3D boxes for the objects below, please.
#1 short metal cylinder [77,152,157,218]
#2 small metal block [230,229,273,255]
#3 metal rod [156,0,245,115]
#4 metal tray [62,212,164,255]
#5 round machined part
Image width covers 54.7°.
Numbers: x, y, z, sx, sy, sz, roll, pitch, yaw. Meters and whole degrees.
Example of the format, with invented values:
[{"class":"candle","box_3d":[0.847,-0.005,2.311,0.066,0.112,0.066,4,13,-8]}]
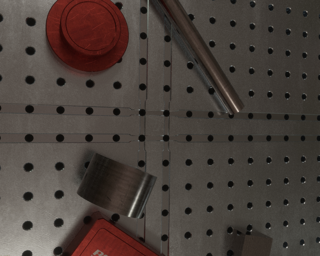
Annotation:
[{"class":"short metal cylinder","box_3d":[-0.050,0.066,0.366,0.080,0.080,0.050,25,82,-19]},{"class":"small metal block","box_3d":[0.137,0.184,0.465,0.050,0.025,0.050,15,85,-20]},{"class":"metal rod","box_3d":[0.029,-0.146,0.424,0.025,0.025,0.299,-39,103,-16]},{"class":"metal tray","box_3d":[-0.055,0.179,0.390,0.130,0.030,0.090,40,77,-16]},{"class":"round machined part","box_3d":[-0.085,-0.116,0.372,0.099,0.042,0.097,0,90,-20]}]
